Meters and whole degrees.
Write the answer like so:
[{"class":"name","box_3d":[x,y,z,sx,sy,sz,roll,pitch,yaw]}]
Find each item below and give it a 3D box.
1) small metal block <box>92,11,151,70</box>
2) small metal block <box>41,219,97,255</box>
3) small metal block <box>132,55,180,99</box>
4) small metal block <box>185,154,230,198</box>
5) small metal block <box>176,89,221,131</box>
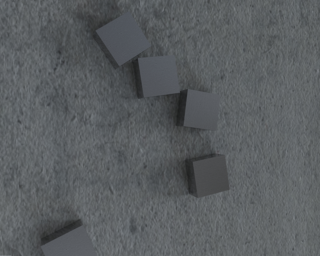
[{"class":"small metal block","box_3d":[-0.048,-0.110,0.392,0.050,0.025,0.050,-37,102,-17]},{"class":"small metal block","box_3d":[-0.107,0.146,0.370,0.050,0.025,0.050,-24,98,-19]},{"class":"small metal block","box_3d":[-0.005,-0.067,0.408,0.050,0.025,0.050,-10,94,-20]},{"class":"small metal block","box_3d":[0.066,0.066,0.435,0.050,0.025,0.050,-10,94,-20]},{"class":"small metal block","box_3d":[0.053,-0.024,0.430,0.050,0.025,0.050,8,87,-20]}]
